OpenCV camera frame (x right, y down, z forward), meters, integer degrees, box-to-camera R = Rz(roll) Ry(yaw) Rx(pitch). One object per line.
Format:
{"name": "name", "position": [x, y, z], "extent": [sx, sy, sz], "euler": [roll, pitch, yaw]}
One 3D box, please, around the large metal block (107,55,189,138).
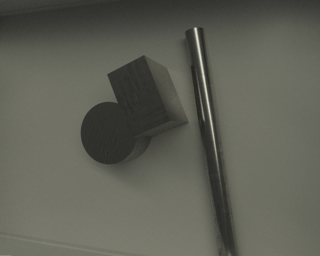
{"name": "large metal block", "position": [-0.012, -0.035, 0.385], "extent": [0.050, 0.080, 0.080], "euler": [-24, 82, 18]}

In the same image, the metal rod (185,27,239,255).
{"name": "metal rod", "position": [0.065, 0.024, 0.387], "extent": [0.025, 0.025, 0.298], "euler": [-9, 87, 19]}

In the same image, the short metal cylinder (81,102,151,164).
{"name": "short metal cylinder", "position": [-0.058, 0.006, 0.416], "extent": [0.080, 0.050, 0.079], "euler": [0, 90, 19]}
